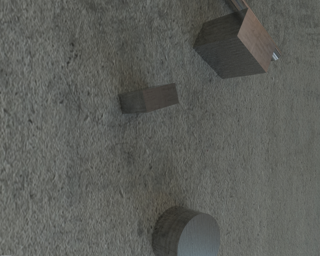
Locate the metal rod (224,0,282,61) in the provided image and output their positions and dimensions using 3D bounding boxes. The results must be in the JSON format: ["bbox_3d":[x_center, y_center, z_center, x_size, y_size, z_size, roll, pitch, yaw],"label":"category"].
[{"bbox_3d":[0.118,-0.212,0.502,0.301,0.025,0.025,37,67,-34],"label":"metal rod"}]

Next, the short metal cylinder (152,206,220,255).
[{"bbox_3d":[0.036,0.151,0.419,0.081,0.050,0.080,0,90,-40],"label":"short metal cylinder"}]

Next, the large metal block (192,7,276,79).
[{"bbox_3d":[0.110,-0.121,0.461,0.080,0.080,0.050,37,67,-34],"label":"large metal block"}]

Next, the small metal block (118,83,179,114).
[{"bbox_3d":[-0.014,-0.036,0.376,0.050,0.050,0.025,-20,103,-38],"label":"small metal block"}]
